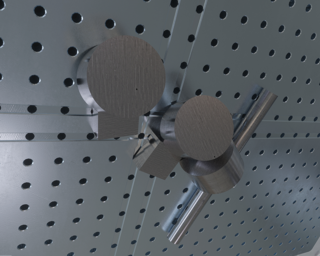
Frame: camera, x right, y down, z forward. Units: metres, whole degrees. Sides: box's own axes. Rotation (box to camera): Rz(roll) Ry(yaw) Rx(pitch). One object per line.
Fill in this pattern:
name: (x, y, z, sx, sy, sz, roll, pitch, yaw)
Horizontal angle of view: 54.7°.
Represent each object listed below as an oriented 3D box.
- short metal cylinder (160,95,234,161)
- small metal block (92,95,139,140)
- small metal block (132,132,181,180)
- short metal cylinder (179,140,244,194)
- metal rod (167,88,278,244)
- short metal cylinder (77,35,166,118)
short metal cylinder: (0.046, 0.001, 0.399, 0.081, 0.050, 0.080, 1, 88, -20)
small metal block: (-0.053, -0.016, 0.372, 0.050, 0.025, 0.050, -8, 122, -24)
small metal block: (-0.001, 0.040, 0.436, 0.050, 0.025, 0.050, 28, 103, -38)
short metal cylinder: (0.074, 0.047, 0.446, 0.080, 0.080, 0.050, -38, 130, -3)
metal rod: (0.096, 0.071, 0.507, 0.025, 0.025, 0.298, 19, 108, -36)
short metal cylinder: (-0.041, -0.052, 0.323, 0.081, 0.050, 0.079, -3, 97, -25)
